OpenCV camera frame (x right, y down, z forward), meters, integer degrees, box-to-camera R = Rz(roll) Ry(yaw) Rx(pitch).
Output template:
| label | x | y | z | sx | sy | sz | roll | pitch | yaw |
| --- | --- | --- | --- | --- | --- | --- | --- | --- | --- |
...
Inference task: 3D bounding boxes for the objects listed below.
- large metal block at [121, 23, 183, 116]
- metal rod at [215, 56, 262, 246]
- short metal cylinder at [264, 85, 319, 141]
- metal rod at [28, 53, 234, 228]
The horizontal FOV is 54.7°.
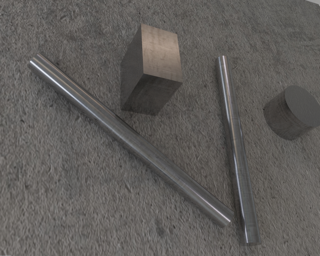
| label | x | y | z | sx | sy | sz | roll | pitch | yaw |
| --- | --- | --- | --- | --- | --- | --- | --- | --- | --- |
| large metal block | -0.015 | -0.073 | 0.405 | 0.050 | 0.080 | 0.080 | 10 | 58 | -23 |
| metal rod | 0.109 | 0.013 | 0.454 | 0.025 | 0.025 | 0.299 | 13 | 56 | -21 |
| short metal cylinder | 0.225 | -0.025 | 0.524 | 0.081 | 0.050 | 0.080 | 14 | 56 | -21 |
| metal rod | -0.033 | 0.016 | 0.375 | 0.300 | 0.025 | 0.025 | 40 | 51 | -1 |
